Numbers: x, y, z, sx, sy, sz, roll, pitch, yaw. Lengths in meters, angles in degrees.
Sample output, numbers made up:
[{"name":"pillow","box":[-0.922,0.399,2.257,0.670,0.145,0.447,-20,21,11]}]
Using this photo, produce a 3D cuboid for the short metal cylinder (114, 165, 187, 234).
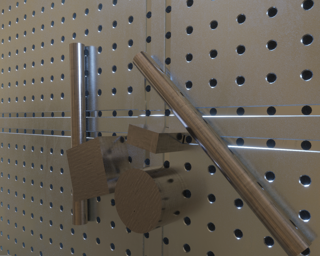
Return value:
[{"name":"short metal cylinder","box":[-0.013,0.090,0.402,0.080,0.050,0.079,0,90,39]}]

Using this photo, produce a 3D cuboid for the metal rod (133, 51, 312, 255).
[{"name":"metal rod","box":[0.054,0.011,0.363,0.025,0.025,0.300,-52,60,27]}]

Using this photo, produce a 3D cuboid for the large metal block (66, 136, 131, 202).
[{"name":"large metal block","box":[-0.090,0.061,0.465,0.080,0.050,0.080,-21,77,37]}]

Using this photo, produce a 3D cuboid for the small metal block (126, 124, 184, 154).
[{"name":"small metal block","box":[-0.006,0.012,0.396,0.050,0.050,0.025,17,101,38]}]

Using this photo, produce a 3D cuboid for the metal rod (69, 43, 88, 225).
[{"name":"metal rod","box":[-0.136,0.009,0.518,0.025,0.025,0.298,-2,89,39]}]
